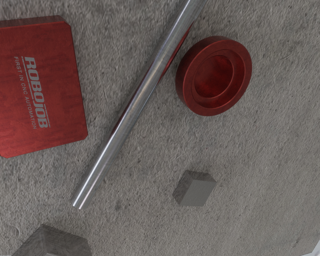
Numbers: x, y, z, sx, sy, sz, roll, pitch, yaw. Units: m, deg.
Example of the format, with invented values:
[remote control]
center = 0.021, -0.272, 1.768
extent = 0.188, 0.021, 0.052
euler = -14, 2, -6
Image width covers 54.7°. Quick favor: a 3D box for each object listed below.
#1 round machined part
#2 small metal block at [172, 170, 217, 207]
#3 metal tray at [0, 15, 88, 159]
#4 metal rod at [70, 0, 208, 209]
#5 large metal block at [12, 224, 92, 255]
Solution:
[round machined part]
center = 0.062, -0.067, 0.389
extent = 0.099, 0.042, 0.097
euler = -14, 124, -21
[small metal block]
center = 0.055, 0.098, 0.498
extent = 0.050, 0.025, 0.050
euler = 13, 112, -34
[metal tray]
center = -0.128, -0.039, 0.310
extent = 0.091, 0.030, 0.129
euler = -14, 125, -21
[metal rod]
center = -0.032, -0.025, 0.374
extent = 0.025, 0.025, 0.299
euler = 21, 107, -36
[large metal block]
center = -0.151, 0.189, 0.425
extent = 0.080, 0.050, 0.080
euler = -47, 129, 4
